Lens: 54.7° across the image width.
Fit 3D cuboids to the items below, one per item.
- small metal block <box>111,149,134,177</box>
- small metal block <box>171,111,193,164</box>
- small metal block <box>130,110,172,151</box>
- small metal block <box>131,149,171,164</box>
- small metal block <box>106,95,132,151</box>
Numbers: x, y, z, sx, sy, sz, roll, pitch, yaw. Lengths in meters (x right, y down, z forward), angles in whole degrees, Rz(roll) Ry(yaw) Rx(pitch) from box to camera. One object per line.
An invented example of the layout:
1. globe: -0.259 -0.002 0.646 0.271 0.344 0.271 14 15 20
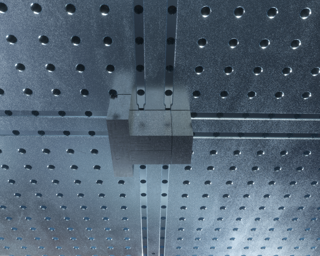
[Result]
1. small metal block: -0.049 0.031 0.420 0.025 0.050 0.050 0 130 0
2. small metal block: 0.027 0.012 0.405 0.025 0.050 0.050 0 130 0
3. small metal block: -0.011 0.002 0.396 0.050 0.050 0.025 0 130 -1
4. small metal block: -0.011 0.022 0.413 0.050 0.050 0.025 0 130 -1
5. small metal block: -0.049 -0.007 0.388 0.025 0.050 0.050 0 130 0
